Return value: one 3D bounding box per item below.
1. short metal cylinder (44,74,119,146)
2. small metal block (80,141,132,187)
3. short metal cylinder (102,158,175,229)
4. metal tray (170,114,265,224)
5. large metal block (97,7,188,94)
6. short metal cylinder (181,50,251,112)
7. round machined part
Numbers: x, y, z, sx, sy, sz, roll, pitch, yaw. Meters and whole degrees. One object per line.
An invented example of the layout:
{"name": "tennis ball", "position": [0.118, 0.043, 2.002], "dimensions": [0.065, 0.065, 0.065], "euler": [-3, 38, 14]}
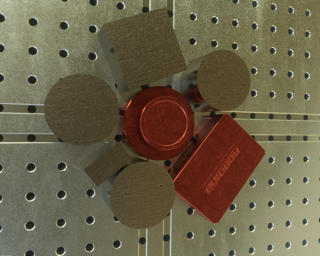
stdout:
{"name": "short metal cylinder", "position": [-0.093, -0.020, 0.364], "dimensions": [0.081, 0.050, 0.080], "euler": [0, 90, -20]}
{"name": "small metal block", "position": [-0.067, 0.041, 0.374], "dimensions": [0.050, 0.050, 0.025], "euler": [-39, 103, -16]}
{"name": "short metal cylinder", "position": [-0.028, 0.079, 0.389], "dimensions": [0.081, 0.050, 0.080], "euler": [0, 90, -20]}
{"name": "metal tray", "position": [0.079, 0.055, 0.438], "dimensions": [0.090, 0.030, 0.130], "euler": [42, 76, -15]}
{"name": "large metal block", "position": [-0.023, -0.096, 0.391], "dimensions": [0.081, 0.050, 0.080], "euler": [-23, 98, -19]}
{"name": "short metal cylinder", "position": [0.076, -0.062, 0.426], "dimensions": [0.081, 0.050, 0.080], "euler": [0, 90, -20]}
{"name": "round machined part", "position": [0.001, -0.006, 0.403], "dimensions": [0.099, 0.042, 0.097], "euler": [0, 90, -20]}
